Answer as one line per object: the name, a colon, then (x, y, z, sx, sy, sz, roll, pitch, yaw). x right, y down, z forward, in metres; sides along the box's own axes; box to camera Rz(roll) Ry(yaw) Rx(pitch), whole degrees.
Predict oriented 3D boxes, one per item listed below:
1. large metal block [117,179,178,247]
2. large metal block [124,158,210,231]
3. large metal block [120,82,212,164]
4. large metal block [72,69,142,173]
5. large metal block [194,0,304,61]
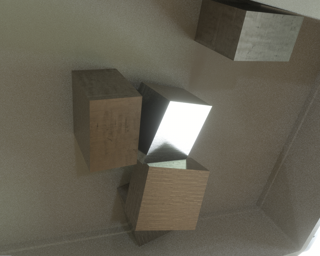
large metal block: (-0.010, 0.117, 0.461, 0.081, 0.050, 0.079, -21, 127, -17)
large metal block: (0.007, 0.080, 0.392, 0.081, 0.050, 0.079, 8, 101, -24)
large metal block: (0.007, -0.006, 0.381, 0.081, 0.050, 0.079, 1, 119, -48)
large metal block: (-0.060, -0.012, 0.334, 0.050, 0.080, 0.079, -8, 122, -25)
large metal block: (0.099, -0.114, 0.359, 0.081, 0.080, 0.050, -6, 121, -26)
